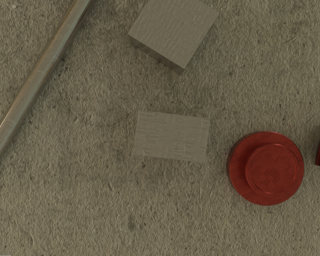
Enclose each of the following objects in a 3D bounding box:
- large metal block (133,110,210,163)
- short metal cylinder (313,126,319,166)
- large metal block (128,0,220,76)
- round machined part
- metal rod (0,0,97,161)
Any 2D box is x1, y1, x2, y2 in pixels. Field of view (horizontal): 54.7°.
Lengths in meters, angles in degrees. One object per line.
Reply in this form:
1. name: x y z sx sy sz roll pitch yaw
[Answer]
1. large metal block: 0.013 0.009 0.383 0.081 0.080 0.050 7 90 -1
2. short metal cylinder: 0.237 0.025 0.386 0.081 0.080 0.050 4 90 -1
3. large metal block: 0.016 -0.126 0.398 0.080 0.050 0.080 32 90 -1
4. round machined part: 0.140 0.053 0.403 0.099 0.042 0.097 0 90 -1
5. metal rod: -0.165 -0.058 0.407 0.025 0.025 0.299 31 90 -1
